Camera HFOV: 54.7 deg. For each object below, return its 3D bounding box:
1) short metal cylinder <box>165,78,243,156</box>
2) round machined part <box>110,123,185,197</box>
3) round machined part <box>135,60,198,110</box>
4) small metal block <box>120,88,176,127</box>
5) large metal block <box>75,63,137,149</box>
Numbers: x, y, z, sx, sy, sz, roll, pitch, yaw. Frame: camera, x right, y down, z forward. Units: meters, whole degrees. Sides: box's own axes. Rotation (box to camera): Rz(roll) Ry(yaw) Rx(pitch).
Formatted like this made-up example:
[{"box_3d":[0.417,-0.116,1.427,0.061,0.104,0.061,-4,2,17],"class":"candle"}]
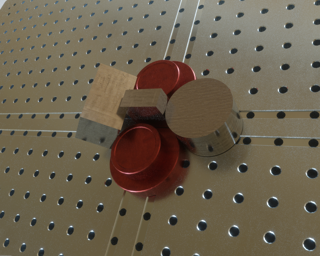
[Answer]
[{"box_3d":[0.053,-0.012,0.371,0.080,0.050,0.080,-13,56,21],"class":"short metal cylinder"},{"box_3d":[-0.022,0.033,0.389,0.098,0.042,0.098,-13,56,21],"class":"round machined part"},{"box_3d":[0.003,-0.056,0.430,0.098,0.042,0.098,-13,56,21],"class":"round machined part"},{"box_3d":[-0.013,-0.024,0.385,0.050,0.050,0.025,1,63,29],"class":"small metal block"},{"box_3d":[-0.075,-0.027,0.422,0.050,0.080,0.080,20,65,-12],"class":"large metal block"}]
